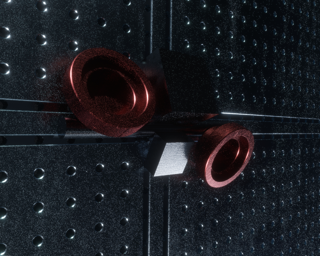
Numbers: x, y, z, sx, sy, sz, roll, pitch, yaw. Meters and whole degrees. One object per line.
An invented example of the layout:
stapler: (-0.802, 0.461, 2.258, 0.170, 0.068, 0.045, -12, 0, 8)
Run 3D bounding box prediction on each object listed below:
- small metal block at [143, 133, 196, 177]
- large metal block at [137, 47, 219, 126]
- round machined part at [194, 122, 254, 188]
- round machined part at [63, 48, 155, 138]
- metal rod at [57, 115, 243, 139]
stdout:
small metal block: (0.012, 0.034, 0.407, 0.050, 0.025, 0.050, 1, 118, -40)
large metal block: (0.021, -0.048, 0.396, 0.081, 0.050, 0.080, 1, 71, -40)
round machined part: (0.089, 0.036, 0.457, 0.099, 0.042, 0.097, -21, 127, -29)
round machined part: (-0.057, -0.034, 0.334, 0.099, 0.042, 0.098, 21, 52, -29)
metal rod: (0.013, 0.000, 0.421, 0.302, 0.025, 0.025, 0, 90, -40)
